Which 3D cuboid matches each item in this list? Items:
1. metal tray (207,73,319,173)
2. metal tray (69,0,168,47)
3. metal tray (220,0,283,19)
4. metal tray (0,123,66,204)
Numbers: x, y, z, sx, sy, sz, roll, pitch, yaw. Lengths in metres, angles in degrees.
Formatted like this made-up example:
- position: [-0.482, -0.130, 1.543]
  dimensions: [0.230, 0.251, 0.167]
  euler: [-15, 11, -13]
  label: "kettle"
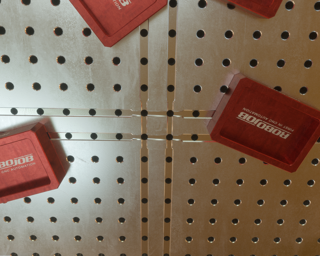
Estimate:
- position: [0.140, -0.005, 0.409]
  dimensions: [0.131, 0.030, 0.090]
  euler: [23, 108, -8]
  label: "metal tray"
- position: [-0.063, -0.169, 0.347]
  dimensions: [0.090, 0.030, 0.130]
  euler: [-34, 107, 11]
  label: "metal tray"
- position: [0.110, -0.199, 0.338]
  dimensions: [0.090, 0.030, 0.129]
  euler: [21, 109, -8]
  label: "metal tray"
- position: [-0.211, 0.054, 0.428]
  dimensions: [0.130, 0.030, 0.090]
  euler: [-15, 110, 5]
  label: "metal tray"
